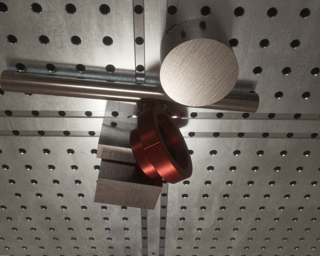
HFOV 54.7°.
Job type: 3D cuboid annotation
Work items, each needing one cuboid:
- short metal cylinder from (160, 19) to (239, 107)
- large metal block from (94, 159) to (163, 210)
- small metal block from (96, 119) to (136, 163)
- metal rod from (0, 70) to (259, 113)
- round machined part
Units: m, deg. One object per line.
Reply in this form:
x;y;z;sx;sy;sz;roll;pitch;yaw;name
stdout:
0.040;-0.070;0.336;0.081;0.050;0.079;0;130;0;short metal cylinder
-0.042;0.059;0.426;0.081;0.080;0.050;10;130;-9;large metal block
-0.054;0.016;0.409;0.050;0.050;0.025;9;130;-8;small metal block
-0.031;-0.043;0.374;0.302;0.025;0.025;5;130;-5;metal rod
-0.001;0.024;0.383;0.042;0.098;0.098;-26;126;18;round machined part
